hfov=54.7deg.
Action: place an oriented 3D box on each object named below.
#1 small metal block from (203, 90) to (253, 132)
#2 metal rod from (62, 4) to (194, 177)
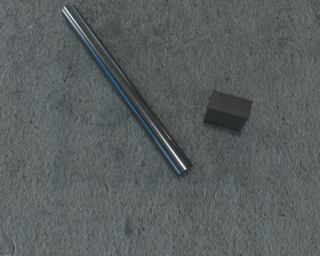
[{"bbox_3d":[0.087,-0.021,0.404,0.050,0.050,0.025,16,71,5],"label":"small metal block"},{"bbox_3d":[-0.053,-0.062,0.430,0.025,0.025,0.299,-33,74,-11],"label":"metal rod"}]
